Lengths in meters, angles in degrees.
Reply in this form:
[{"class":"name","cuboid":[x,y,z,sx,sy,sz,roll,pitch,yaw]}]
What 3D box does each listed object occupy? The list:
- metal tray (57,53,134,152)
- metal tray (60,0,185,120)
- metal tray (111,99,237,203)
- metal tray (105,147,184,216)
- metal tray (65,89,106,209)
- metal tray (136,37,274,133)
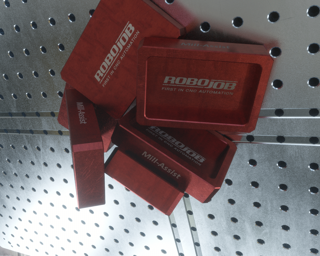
[{"class":"metal tray","cuboid":[-0.088,-0.036,0.433,0.090,0.030,0.129,33,129,5]},{"class":"metal tray","cuboid":[-0.045,-0.085,0.356,0.090,0.030,0.129,38,115,-2]},{"class":"metal tray","cuboid":[0.020,0.018,0.369,0.130,0.090,0.030,33,128,6]},{"class":"metal tray","cuboid":[-0.013,0.061,0.394,0.090,0.130,0.030,33,90,6]},{"class":"metal tray","cuboid":[-0.092,0.019,0.375,0.030,0.130,0.089,-6,125,-17]},{"class":"metal tray","cuboid":[0.042,-0.044,0.328,0.131,0.030,0.089,4,123,0]}]
